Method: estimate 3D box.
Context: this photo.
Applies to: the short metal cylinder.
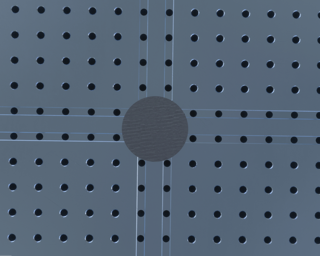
[{"bbox_3d":[-0.006,0.001,0.400,0.081,0.050,0.079,0,90,-1],"label":"short metal cylinder"}]
